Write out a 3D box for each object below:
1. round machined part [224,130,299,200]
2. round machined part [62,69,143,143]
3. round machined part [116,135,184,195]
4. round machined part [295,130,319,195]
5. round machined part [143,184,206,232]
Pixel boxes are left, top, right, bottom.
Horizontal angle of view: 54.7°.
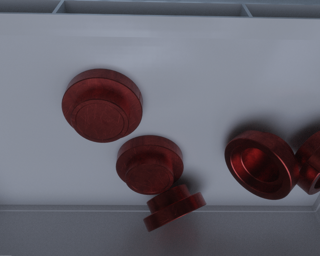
[{"bbox_3d":[0.139,0.044,0.415,0.042,0.098,0.097,-36,145,-30],"label":"round machined part"},{"bbox_3d":[-0.071,-0.020,0.380,0.099,0.042,0.097,-1,130,0],"label":"round machined part"},{"bbox_3d":[-0.015,0.060,0.449,0.099,0.042,0.097,-1,130,0],"label":"round machined part"},{"bbox_3d":[0.218,0.040,0.416,0.099,0.042,0.097,-24,139,-23],"label":"round machined part"},{"bbox_3d":[0.018,0.120,0.479,0.099,0.042,0.098,-24,164,-7],"label":"round machined part"}]
